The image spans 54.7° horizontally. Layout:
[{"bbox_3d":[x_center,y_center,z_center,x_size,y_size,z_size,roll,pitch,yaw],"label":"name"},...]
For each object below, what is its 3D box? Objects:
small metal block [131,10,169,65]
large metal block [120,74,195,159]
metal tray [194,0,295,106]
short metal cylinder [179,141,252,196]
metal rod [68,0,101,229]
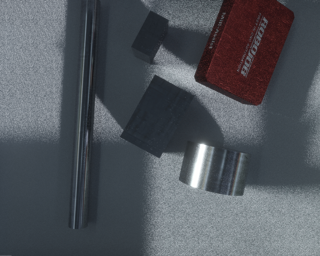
[{"bbox_3d":[-0.012,-0.114,0.399,0.025,0.050,0.050,28,90,0],"label":"small metal block"},{"bbox_3d":[-0.003,-0.013,0.384,0.050,0.080,0.080,29,90,-1],"label":"large metal block"},{"bbox_3d":[0.108,-0.104,0.393,0.091,0.030,0.129,21,90,-24],"label":"metal tray"},{"bbox_3d":[0.068,0.048,0.385,0.080,0.080,0.050,12,90,-1],"label":"short metal cylinder"},{"bbox_3d":[-0.100,-0.019,0.410,0.025,0.025,0.298,3,90,-1],"label":"metal rod"}]
